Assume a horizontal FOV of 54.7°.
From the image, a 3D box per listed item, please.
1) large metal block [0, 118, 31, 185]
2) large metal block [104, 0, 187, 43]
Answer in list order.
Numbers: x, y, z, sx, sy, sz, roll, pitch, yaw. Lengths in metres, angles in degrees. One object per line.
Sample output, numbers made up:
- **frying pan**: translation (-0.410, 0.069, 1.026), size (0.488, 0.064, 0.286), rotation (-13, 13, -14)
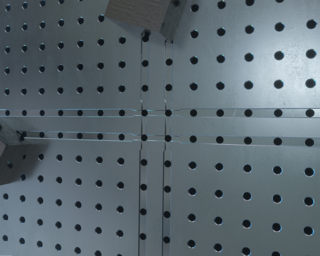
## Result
- **large metal block**: translation (-0.268, 0.037, 0.491), size (0.080, 0.050, 0.080), rotation (35, 101, 16)
- **large metal block**: translation (-0.014, -0.166, 0.404), size (0.080, 0.050, 0.080), rotation (22, 97, 18)
